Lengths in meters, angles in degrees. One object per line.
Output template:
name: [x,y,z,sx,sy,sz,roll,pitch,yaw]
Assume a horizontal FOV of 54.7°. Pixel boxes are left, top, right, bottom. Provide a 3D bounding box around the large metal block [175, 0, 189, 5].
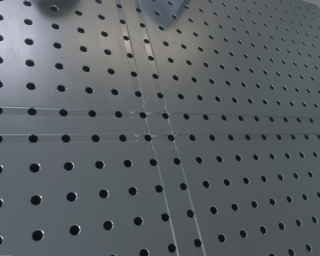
large metal block: [0.040,-0.292,0.572,0.080,0.080,0.050,42,51,0]
